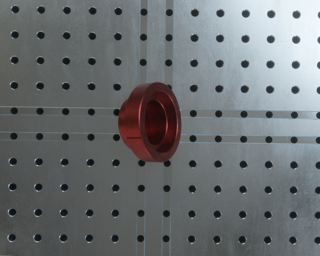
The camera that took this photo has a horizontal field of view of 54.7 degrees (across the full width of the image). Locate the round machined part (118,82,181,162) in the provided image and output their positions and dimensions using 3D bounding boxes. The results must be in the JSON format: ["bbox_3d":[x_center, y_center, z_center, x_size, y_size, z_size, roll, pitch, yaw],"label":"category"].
[{"bbox_3d":[-0.015,-0.006,0.385,0.042,0.099,0.097,-2,90,31],"label":"round machined part"}]
